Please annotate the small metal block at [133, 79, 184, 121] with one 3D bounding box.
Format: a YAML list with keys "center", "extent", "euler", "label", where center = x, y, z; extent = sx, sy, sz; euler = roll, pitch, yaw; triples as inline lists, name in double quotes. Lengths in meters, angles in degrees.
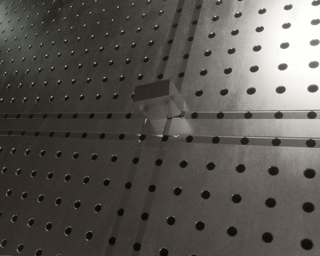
- center: [-0.001, -0.036, 0.413]
  extent: [0.050, 0.050, 0.025]
  euler: [-9, 58, 23]
  label: "small metal block"
